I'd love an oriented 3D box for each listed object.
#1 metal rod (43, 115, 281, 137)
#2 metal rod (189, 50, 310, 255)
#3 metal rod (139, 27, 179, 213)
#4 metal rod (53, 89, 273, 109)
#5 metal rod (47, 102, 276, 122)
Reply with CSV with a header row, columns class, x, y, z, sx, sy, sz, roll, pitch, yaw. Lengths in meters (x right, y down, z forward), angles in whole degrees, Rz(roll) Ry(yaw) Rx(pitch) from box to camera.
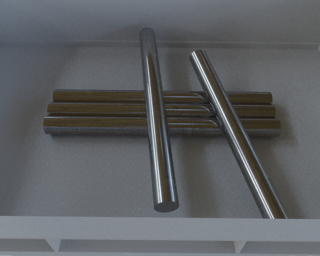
class,x,y,z,sx,sy,sz,roll,pitch,yaw
metal rod,0.003,-0.002,0.405,0.302,0.025,0.025,1,50,0
metal rod,0.094,0.019,0.363,0.025,0.025,0.299,-12,58,-10
metal rod,-0.007,-0.036,0.401,0.025,0.025,0.300,-4,50,-4
metal rod,0.004,-0.040,0.437,0.302,0.025,0.025,1,50,0
metal rod,0.002,-0.021,0.421,0.302,0.025,0.025,1,50,0
